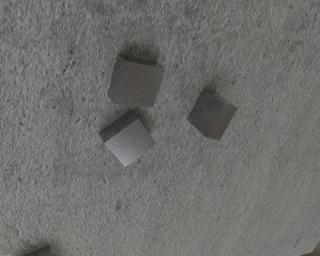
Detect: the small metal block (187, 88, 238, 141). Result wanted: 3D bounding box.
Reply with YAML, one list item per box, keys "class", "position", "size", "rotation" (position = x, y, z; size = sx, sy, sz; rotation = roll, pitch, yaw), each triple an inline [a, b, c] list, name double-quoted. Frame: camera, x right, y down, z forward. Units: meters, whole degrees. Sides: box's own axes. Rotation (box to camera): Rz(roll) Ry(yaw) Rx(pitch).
- class: "small metal block"
  position: [0.069, -0.019, 0.417]
  size: [0.025, 0.050, 0.050]
  rotation: [13, 112, -34]

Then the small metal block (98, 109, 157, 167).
- class: "small metal block"
  position: [-0.040, 0.013, 0.393]
  size: [0.050, 0.025, 0.050]
  rotation: [-37, 129, -4]

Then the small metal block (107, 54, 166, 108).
- class: "small metal block"
  position: [-0.028, -0.053, 0.358]
  size: [0.050, 0.025, 0.050]
  rotation: [4, 116, -31]

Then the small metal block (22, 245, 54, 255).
- class: "small metal block"
  position: [-0.173, 0.200, 0.436]
  size: [0.050, 0.025, 0.050]
  rotation: [-18, 126, -18]
